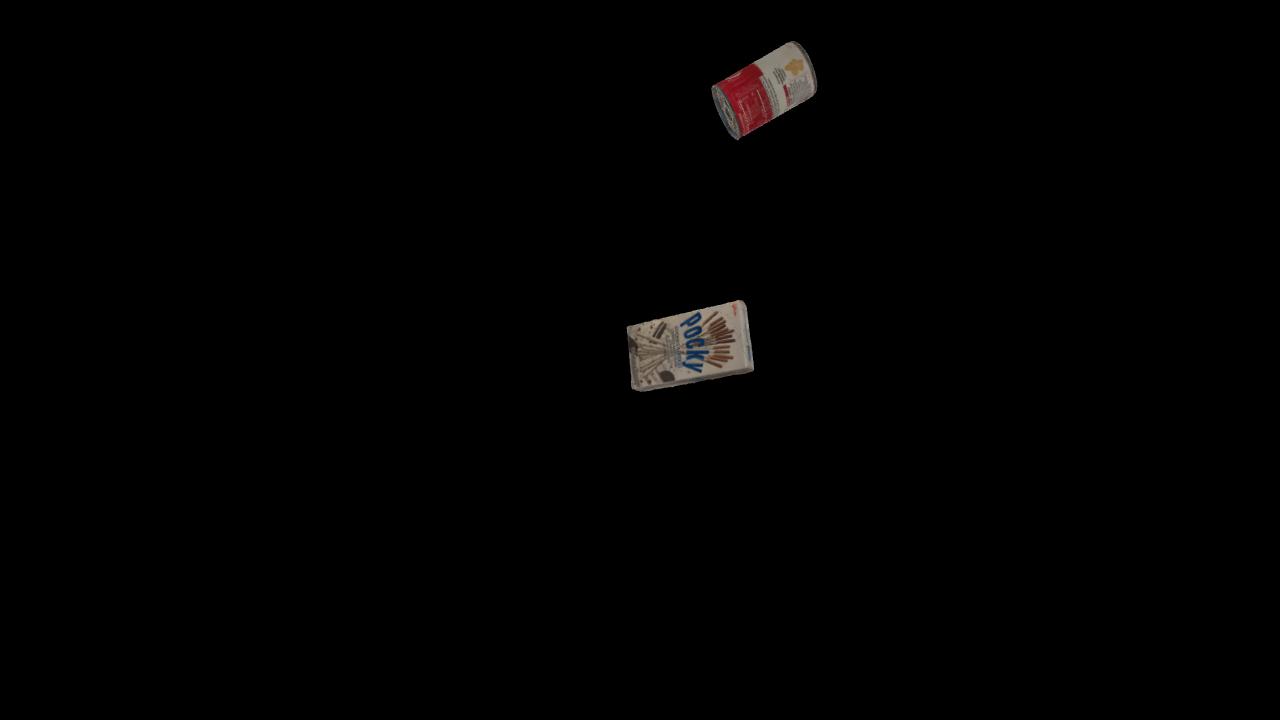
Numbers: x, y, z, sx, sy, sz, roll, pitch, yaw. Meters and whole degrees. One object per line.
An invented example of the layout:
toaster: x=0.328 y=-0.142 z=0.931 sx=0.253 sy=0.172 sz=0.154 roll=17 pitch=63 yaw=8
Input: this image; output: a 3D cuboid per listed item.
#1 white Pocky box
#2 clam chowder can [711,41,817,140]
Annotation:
white Pocky box: x=0.057 y=-0.014 z=0.740 sx=0.154 sy=0.084 sz=0.028 roll=-12 pitch=-14 yaw=29
clam chowder can: x=0.143 y=-0.310 z=0.709 sx=0.102 sy=0.068 sz=0.068 roll=-28 pitch=-3 yaw=5
